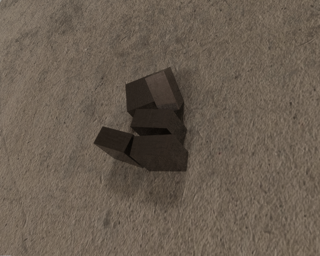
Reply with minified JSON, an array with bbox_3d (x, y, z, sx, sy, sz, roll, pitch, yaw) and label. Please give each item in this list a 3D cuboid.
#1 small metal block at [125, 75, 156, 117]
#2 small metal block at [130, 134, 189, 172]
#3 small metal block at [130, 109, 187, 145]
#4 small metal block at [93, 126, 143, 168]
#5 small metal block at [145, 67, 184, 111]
[{"bbox_3d":[-0.020,-0.045,0.441,0.050,0.025,0.050,-19,54,17],"label":"small metal block"},{"bbox_3d":[0.000,0.031,0.368,0.050,0.050,0.025,-4,60,26],"label":"small metal block"},{"bbox_3d":[0.000,0.000,0.387,0.050,0.050,0.025,3,63,29],"label":"small metal block"},{"bbox_3d":[-0.047,0.025,0.396,0.050,0.050,0.025,13,69,33],"label":"small metal block"},{"bbox_3d":[0.007,-0.049,0.399,0.025,0.050,0.050,-20,12,16],"label":"small metal block"}]
